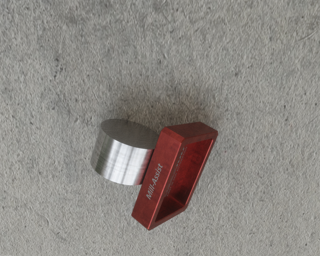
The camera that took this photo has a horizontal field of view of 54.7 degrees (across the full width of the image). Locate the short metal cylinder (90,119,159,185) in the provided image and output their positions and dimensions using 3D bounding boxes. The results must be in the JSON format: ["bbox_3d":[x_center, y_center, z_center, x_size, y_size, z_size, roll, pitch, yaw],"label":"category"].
[{"bbox_3d":[-0.042,0.028,0.390,0.080,0.080,0.050,18,109,-7],"label":"short metal cylinder"}]

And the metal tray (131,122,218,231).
[{"bbox_3d":[0.020,0.059,0.397,0.030,0.091,0.129,31,112,30],"label":"metal tray"}]
